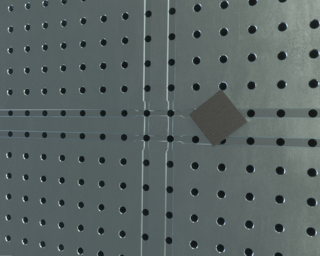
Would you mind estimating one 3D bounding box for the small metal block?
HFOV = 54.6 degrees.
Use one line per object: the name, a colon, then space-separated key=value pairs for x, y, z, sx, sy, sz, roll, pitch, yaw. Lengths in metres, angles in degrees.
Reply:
small metal block: x=0.074 y=-0.012 z=0.387 sx=0.050 sy=0.025 sz=0.050 roll=-39 pitch=78 yaw=16
